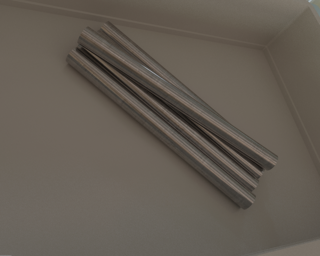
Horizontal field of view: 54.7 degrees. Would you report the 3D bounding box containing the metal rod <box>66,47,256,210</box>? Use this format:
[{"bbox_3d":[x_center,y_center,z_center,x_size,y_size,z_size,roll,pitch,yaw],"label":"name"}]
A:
[{"bbox_3d":[0.002,0.001,0.404,0.300,0.025,0.025,40,51,-1],"label":"metal rod"}]

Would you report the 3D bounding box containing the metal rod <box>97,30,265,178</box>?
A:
[{"bbox_3d":[0.024,-0.031,0.435,0.300,0.025,0.025,40,51,-1],"label":"metal rod"}]

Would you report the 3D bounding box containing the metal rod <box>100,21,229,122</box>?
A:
[{"bbox_3d":[0.034,-0.048,0.451,0.300,0.025,0.025,40,51,-1],"label":"metal rod"}]

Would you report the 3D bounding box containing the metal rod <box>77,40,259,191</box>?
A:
[{"bbox_3d":[0.011,-0.017,0.420,0.300,0.025,0.025,40,51,-1],"label":"metal rod"}]

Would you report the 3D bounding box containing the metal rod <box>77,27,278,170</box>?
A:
[{"bbox_3d":[0.028,-0.035,0.407,0.301,0.025,0.025,33,51,-6],"label":"metal rod"}]
